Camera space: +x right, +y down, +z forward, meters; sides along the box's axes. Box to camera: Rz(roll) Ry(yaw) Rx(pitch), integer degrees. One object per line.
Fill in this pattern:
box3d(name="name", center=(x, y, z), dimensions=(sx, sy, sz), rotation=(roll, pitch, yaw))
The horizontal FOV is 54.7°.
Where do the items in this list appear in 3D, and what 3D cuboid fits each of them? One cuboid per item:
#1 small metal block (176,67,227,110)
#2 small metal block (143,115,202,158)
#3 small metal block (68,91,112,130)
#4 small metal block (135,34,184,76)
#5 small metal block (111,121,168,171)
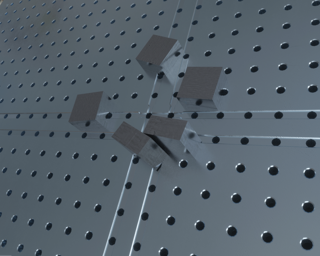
box3d(name="small metal block", center=(0.056, -0.054, 0.411), dimensions=(0.050, 0.025, 0.050), rotation=(7, 65, 31))
box3d(name="small metal block", center=(0.016, 0.011, 0.376), dimensions=(0.050, 0.050, 0.025), rotation=(11, 67, 32))
box3d(name="small metal block", center=(-0.107, -0.027, 0.479), dimensions=(0.050, 0.025, 0.050), rotation=(-4, 60, 25))
box3d(name="small metal block", center=(-0.001, -0.113, 0.476), dimensions=(0.050, 0.025, 0.050), rotation=(24, 75, 36))
box3d(name="small metal block", center=(-0.025, 0.023, 0.390), dimensions=(0.050, 0.050, 0.025), rotation=(30, 79, 37))
